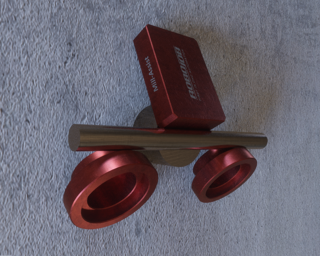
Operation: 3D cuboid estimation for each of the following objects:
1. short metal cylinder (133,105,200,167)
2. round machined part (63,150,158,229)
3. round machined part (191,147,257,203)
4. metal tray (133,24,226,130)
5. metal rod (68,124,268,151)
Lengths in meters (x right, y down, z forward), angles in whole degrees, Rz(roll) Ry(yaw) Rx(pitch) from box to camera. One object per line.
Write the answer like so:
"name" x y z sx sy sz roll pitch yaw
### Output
"short metal cylinder" 0.011 0.008 0.401 0.081 0.050 0.079 0 90 -40
"round machined part" -0.055 0.059 0.330 0.099 0.042 0.097 -24 141 -21
"round machined part" 0.087 0.061 0.448 0.099 0.042 0.097 -22 144 -17
"metal tray" 0.024 -0.061 0.390 0.091 0.030 0.130 3 62 -40
"metal rod" 0.038 0.014 0.376 0.302 0.025 0.025 3 88 -40
